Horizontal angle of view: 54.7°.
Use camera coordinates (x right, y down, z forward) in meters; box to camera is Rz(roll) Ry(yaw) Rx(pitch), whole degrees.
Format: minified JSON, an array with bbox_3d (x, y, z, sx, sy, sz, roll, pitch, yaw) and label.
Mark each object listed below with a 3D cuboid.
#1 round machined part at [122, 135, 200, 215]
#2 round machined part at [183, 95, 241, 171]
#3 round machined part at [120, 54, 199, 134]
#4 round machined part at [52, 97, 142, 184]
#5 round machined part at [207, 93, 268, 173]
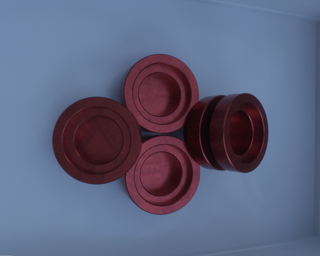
[{"bbox_3d":[-0.002,0.057,0.398,0.099,0.042,0.097,0,90,-20],"label":"round machined part"},{"bbox_3d":[0.069,0.006,0.414,0.099,0.042,0.097,1,89,-42],"label":"round machined part"},{"bbox_3d":[-0.003,-0.042,0.398,0.099,0.042,0.097,0,90,-20],"label":"round machined part"},{"bbox_3d":[-0.070,0.014,0.363,0.099,0.042,0.097,0,90,1],"label":"round machined part"},{"bbox_3d":[0.093,0.006,0.393,0.099,0.042,0.097,0,90,-42],"label":"round machined part"}]
